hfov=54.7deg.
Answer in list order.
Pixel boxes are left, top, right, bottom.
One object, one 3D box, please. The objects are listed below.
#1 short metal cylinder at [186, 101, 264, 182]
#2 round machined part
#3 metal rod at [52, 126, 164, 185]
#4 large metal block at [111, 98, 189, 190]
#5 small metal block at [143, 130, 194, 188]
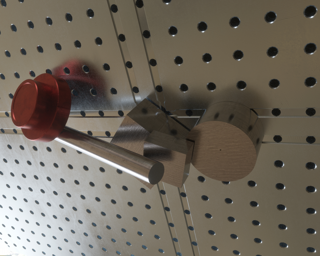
[{"bbox_3d":[0.076,0.015,0.363,0.080,0.050,0.079,13,124,20],"label":"short metal cylinder"},{"bbox_3d":[-0.172,-0.031,0.435,0.098,0.042,0.098,-9,74,37],"label":"round machined part"},{"bbox_3d":[-0.115,0.015,0.423,0.300,0.025,0.025,16,127,39],"label":"metal rod"},{"bbox_3d":[-0.016,0.022,0.413,0.080,0.050,0.080,37,129,2],"label":"large metal block"},{"bbox_3d":[0.009,0.036,0.360,0.050,0.025,0.050,17,125,18],"label":"small metal block"}]
